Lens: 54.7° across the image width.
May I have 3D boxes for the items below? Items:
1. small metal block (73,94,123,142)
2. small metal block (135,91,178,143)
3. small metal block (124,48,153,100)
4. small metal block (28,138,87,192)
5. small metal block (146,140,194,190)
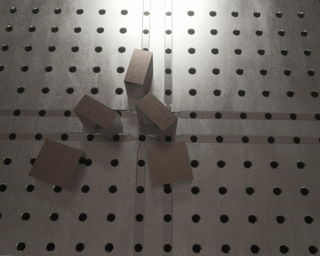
[{"bbox_3d":[-0.078,-0.012,0.402,0.050,0.050,0.025,29,73,10],"label":"small metal block"},{"bbox_3d":[-0.004,-0.013,0.403,0.025,0.050,0.050,-42,76,-14],"label":"small metal block"},{"bbox_3d":[-0.028,-0.072,0.424,0.025,0.050,0.050,13,71,4],"label":"small metal block"},{"bbox_3d":[-0.128,0.047,0.393,0.050,0.025,0.050,18,71,6],"label":"small metal block"},{"bbox_3d":[0.012,0.047,0.395,0.050,0.025,0.050,-10,70,-4],"label":"small metal block"}]
